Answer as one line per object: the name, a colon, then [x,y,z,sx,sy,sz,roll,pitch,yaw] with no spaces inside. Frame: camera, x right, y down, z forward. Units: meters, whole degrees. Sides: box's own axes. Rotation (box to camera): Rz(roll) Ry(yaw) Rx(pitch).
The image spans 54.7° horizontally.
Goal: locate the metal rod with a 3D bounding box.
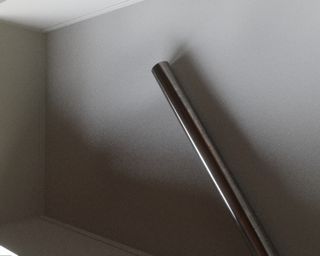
metal rod: [0.065,0.046,0.352,0.025,0.025,0.299,-41,66,32]
